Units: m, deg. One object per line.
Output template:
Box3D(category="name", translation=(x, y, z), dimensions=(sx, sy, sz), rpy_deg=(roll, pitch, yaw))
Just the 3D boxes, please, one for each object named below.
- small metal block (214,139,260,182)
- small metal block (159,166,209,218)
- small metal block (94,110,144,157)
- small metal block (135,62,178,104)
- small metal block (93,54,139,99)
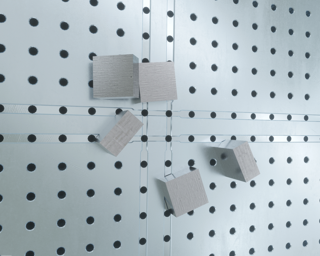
Box3D(category="small metal block", translation=(0.108, 0.045, 0.439), dimensions=(0.025, 0.050, 0.050), rpy_deg=(-26, 99, -18))
Box3D(category="small metal block", translation=(0.033, 0.086, 0.424), dimensions=(0.050, 0.025, 0.050), rpy_deg=(-20, 97, -19))
Box3D(category="small metal block", translation=(-0.052, 0.006, 0.380), dimensions=(0.025, 0.050, 0.050), rpy_deg=(43, 77, -15))
Box3D(category="small metal block", translation=(-0.007, -0.060, 0.410), dimensions=(0.050, 0.025, 0.050), rpy_deg=(-7, 92, -20))
Box3D(category="small metal block", translation=(-0.053, -0.062, 0.381), dimensions=(0.050, 0.025, 0.050), rpy_deg=(-1, 90, 11))
